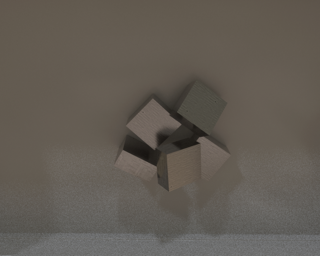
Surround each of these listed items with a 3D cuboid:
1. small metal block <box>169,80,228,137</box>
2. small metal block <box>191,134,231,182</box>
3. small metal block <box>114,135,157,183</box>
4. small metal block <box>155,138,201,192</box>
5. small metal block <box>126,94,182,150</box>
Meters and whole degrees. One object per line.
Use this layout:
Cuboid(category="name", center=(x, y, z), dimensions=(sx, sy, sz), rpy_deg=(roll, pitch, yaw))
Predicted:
Cuboid(category="small metal block", center=(0.049, -0.024, 0.390), dimensions=(0.050, 0.025, 0.050), rpy_deg=(35, 73, -13))
Cuboid(category="small metal block", center=(0.059, 0.037, 0.424), dimensions=(0.050, 0.025, 0.050), rpy_deg=(34, 106, -12))
Cuboid(category="small metal block", center=(-0.030, 0.040, 0.410), dimensions=(0.050, 0.050, 0.025), rpy_deg=(28, 108, -10))
Cuboid(category="small metal block", center=(0.024, 0.045, 0.388), dimensions=(0.050, 0.025, 0.050), rpy_deg=(-16, 113, -29))
Cuboid(category="small metal block", center=(-0.008, -0.008, 0.406), dimensions=(0.050, 0.025, 0.050), rpy_deg=(42, 104, -14))
